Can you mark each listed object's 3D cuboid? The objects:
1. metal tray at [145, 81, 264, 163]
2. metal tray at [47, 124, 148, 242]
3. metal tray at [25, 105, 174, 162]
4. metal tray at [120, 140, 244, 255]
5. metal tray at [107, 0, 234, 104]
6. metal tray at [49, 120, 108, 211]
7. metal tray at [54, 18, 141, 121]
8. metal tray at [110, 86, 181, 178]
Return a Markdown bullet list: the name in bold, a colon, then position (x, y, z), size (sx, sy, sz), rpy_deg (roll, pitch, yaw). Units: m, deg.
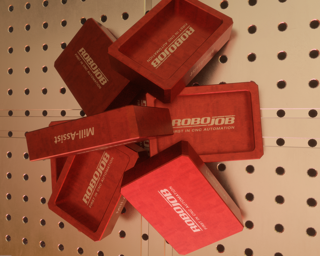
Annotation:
- **metal tray**: position (0.052, -0.005, 0.372), size (0.131, 0.030, 0.090), rpy_deg (-4, 89, 2)
- **metal tray**: position (-0.083, 0.069, 0.407), size (0.090, 0.030, 0.129), rpy_deg (28, 99, 18)
- **metal tray**: position (-0.062, 0.007, 0.332), size (0.130, 0.090, 0.030), rpy_deg (-13, 86, 24)
- **metal tray**: position (0.027, 0.087, 0.365), size (0.090, 0.030, 0.130), rpy_deg (-31, 113, 18)
- **metal tray**: position (0.014, -0.101, 0.370), size (0.090, 0.030, 0.130), rpy_deg (35, 68, 17)
- **metal tray**: position (-0.112, 0.052, 0.450), size (0.090, 0.030, 0.129), rpy_deg (-4, 88, 19)
- **metal tray**: position (-0.084, -0.078, 0.422), size (0.090, 0.030, 0.130), rpy_deg (-47, 60, 14)
- **metal tray**: position (-0.022, 0.000, 0.418), size (0.090, 0.030, 0.129), rpy_deg (-5, 86, 18)
